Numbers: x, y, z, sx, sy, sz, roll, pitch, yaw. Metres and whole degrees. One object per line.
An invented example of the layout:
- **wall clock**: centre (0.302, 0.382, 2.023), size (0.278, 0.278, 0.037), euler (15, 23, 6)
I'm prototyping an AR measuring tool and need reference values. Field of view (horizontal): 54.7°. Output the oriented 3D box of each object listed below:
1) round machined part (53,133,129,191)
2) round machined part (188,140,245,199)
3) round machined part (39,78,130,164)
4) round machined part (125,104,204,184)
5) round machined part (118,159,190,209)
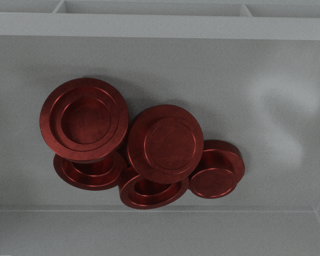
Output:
- **round machined part**: centre (-0.092, 0.040, 0.427), size (0.099, 0.042, 0.097), euler (-1, 130, 0)
- **round machined part**: centre (0.075, 0.067, 0.453), size (0.099, 0.042, 0.097), euler (-1, 130, 0)
- **round machined part**: centre (-0.085, -0.006, 0.366), size (0.099, 0.098, 0.042), euler (2, 166, -2)
- **round machined part**: centre (0.009, 0.020, 0.377), size (0.099, 0.042, 0.097), euler (0, 91, -17)
- **round machined part**: centre (-0.011, 0.072, 0.442), size (0.099, 0.042, 0.097), euler (-10, 137, -9)
